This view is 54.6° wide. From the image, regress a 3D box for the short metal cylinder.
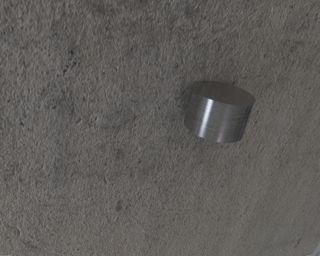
[{"bbox_3d":[0.075,-0.023,0.397,0.081,0.080,0.050,-4,120,-27],"label":"short metal cylinder"}]
